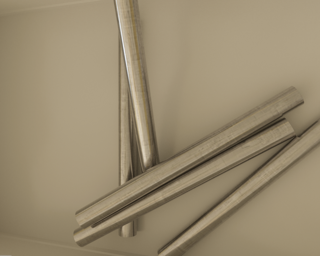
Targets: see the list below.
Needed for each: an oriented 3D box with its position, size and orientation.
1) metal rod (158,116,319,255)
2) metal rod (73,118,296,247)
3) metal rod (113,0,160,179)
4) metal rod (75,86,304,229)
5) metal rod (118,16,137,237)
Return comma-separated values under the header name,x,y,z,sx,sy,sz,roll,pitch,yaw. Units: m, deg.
name,x,y,z,sx,sy,sz,roll,pitch,yaw
metal rod,0.111,0.069,0.371,0.299,0.025,0.025,-44,77,14
metal rod,0.022,0.072,0.384,0.300,0.025,0.025,-30,81,10
metal rod,-0.025,-0.054,0.354,0.025,0.025,0.298,2,115,19
metal rod,0.030,0.039,0.373,0.301,0.025,0.025,-31,80,7
metal rod,-0.045,-0.003,0.425,0.025,0.025,0.298,0,90,19
